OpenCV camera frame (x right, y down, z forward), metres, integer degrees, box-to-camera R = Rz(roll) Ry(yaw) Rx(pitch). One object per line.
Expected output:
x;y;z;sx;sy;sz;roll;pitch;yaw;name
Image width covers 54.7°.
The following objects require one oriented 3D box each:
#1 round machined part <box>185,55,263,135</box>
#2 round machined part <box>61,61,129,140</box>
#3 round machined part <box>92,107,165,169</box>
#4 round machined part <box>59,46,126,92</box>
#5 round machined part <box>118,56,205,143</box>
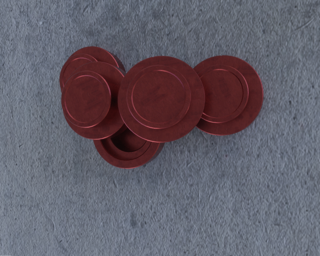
0.073;-0.040;0.374;0.098;0.042;0.097;0;90;19;round machined part
-0.081;-0.034;0.384;0.098;0.042;0.097;0;90;19;round machined part
-0.037;0.003;0.413;0.098;0.042;0.097;0;90;19;round machined part
-0.100;-0.066;0.434;0.098;0.042;0.097;0;90;19;round machined part
0.001;-0.033;0.345;0.099;0.042;0.097;0;89;6;round machined part
